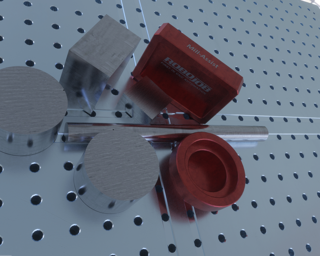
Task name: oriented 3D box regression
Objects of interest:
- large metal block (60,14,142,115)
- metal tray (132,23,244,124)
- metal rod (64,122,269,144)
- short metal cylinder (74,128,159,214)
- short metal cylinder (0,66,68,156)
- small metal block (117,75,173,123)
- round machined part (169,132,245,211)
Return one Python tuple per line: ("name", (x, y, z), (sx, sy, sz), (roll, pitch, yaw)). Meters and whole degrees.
("large metal block", (-0.075, -0.077, 0.379), (0.050, 0.080, 0.080), (34, 51, -7))
("metal tray", (0.036, -0.070, 0.428), (0.130, 0.090, 0.030), (35, 51, -6))
("metal rod", (0.028, 0.007, 0.418), (0.303, 0.025, 0.025), (1, 62, -28))
("short metal cylinder", (-0.048, 0.047, 0.337), (0.081, 0.050, 0.080), (14, 56, -21))
("short metal cylinder", (-0.143, -0.018, 0.325), (0.081, 0.050, 0.080), (14, 56, -21))
("small metal block", (-0.020, -0.036, 0.419), (0.050, 0.025, 0.050), (43, 51, 1))
("round machined part", (0.055, 0.057, 0.392), (0.099, 0.042, 0.098), (14, 56, -21))
